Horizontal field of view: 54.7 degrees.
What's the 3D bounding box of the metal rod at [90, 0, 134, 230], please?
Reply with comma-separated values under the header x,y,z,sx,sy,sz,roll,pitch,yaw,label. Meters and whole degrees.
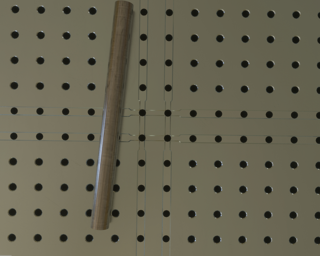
x,y,z,sx,sy,sz,roll,pitch,yaw,label
-0.064,-0.017,0.412,0.025,0.025,0.298,6,90,-1,metal rod
